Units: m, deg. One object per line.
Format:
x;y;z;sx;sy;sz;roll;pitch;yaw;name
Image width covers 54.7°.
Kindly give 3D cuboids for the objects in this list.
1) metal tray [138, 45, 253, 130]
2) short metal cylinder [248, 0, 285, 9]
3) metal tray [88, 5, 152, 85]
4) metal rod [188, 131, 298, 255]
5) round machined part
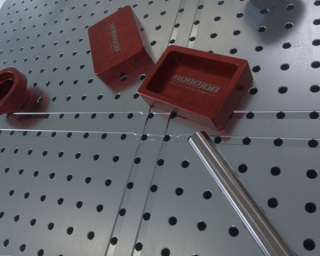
0.044;-0.060;0.418;0.130;0.030;0.090;23;74;36;metal tray
0.147;-0.214;0.427;0.080;0.080;0.050;-30;52;9;short metal cylinder
-0.073;-0.145;0.532;0.090;0.030;0.130;-26;53;12;metal tray
0.107;0.112;0.283;0.025;0.025;0.300;-35;51;5;metal rod
-0.290;-0.064;0.589;0.098;0.042;0.098;-13;56;21;round machined part
